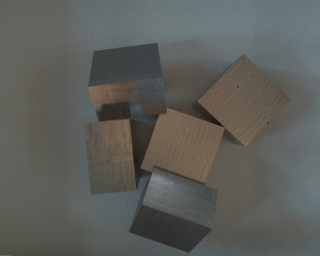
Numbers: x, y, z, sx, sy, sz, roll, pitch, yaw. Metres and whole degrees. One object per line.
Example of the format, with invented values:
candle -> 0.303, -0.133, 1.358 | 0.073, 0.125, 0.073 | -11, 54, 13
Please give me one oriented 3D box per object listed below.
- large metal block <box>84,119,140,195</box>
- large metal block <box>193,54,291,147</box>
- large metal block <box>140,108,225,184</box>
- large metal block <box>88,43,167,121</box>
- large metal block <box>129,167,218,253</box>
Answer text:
large metal block -> -0.055, 0.032, 0.382 | 0.050, 0.080, 0.079 | -6, 90, 0
large metal block -> 0.102, -0.034, 0.399 | 0.080, 0.050, 0.080 | 44, 90, -1
large metal block -> 0.028, 0.024, 0.399 | 0.080, 0.050, 0.080 | 19, 90, -1
large metal block -> -0.037, -0.057, 0.376 | 0.081, 0.080, 0.050 | -7, 132, 0
large metal block -> 0.015, 0.102, 0.376 | 0.080, 0.079, 0.050 | 20, 48, -2
